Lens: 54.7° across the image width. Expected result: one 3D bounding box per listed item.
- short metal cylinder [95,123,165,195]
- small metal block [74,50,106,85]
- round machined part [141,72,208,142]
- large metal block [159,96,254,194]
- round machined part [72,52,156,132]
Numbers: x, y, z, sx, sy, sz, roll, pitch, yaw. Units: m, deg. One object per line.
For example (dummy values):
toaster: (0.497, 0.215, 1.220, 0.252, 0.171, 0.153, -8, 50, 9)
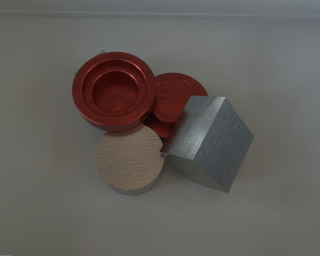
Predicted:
short metal cylinder: (-0.035, 0.039, 0.380, 0.081, 0.050, 0.080, 0, 70, 0)
small metal block: (-0.082, -0.069, 0.418, 0.025, 0.050, 0.050, 42, 76, 13)
round machined part: (0.018, -0.031, 0.409, 0.099, 0.042, 0.098, 0, 70, -1)
large metal block: (0.058, 0.019, 0.365, 0.050, 0.080, 0.080, 9, 63, 47)
round machined part: (-0.054, -0.041, 0.382, 0.099, 0.042, 0.098, 0, 70, -1)
